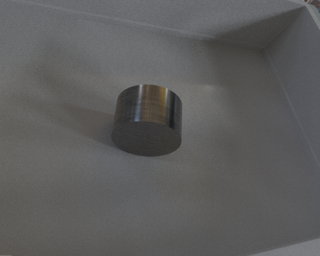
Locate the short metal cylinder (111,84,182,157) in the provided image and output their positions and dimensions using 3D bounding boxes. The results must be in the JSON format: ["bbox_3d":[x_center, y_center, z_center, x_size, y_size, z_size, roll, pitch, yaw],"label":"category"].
[{"bbox_3d":[-0.014,-0.007,0.368,0.081,0.080,0.050,17,55,-19],"label":"short metal cylinder"}]
